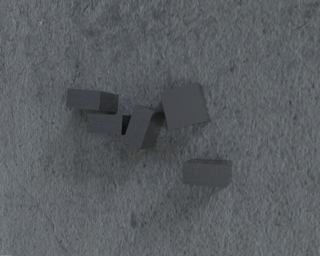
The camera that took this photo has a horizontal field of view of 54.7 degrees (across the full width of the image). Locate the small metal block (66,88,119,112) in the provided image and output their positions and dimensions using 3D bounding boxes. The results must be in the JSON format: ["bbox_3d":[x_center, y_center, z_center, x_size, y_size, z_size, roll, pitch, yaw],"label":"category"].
[{"bbox_3d":[-0.092,-0.038,0.427,0.050,0.050,0.025,7,93,19],"label":"small metal block"}]

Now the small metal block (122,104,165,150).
[{"bbox_3d":[-0.019,-0.001,0.401,0.025,0.050,0.050,22,97,18],"label":"small metal block"}]

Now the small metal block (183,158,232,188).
[{"bbox_3d":[0.059,0.053,0.375,0.050,0.050,0.025,2,91,19],"label":"small metal block"}]

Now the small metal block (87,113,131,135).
[{"bbox_3d":[-0.062,-0.005,0.417,0.050,0.050,0.025,4,91,19],"label":"small metal block"}]

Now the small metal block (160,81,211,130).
[{"bbox_3d":[0.033,-0.027,0.397,0.050,0.025,0.050,-15,85,19],"label":"small metal block"}]
